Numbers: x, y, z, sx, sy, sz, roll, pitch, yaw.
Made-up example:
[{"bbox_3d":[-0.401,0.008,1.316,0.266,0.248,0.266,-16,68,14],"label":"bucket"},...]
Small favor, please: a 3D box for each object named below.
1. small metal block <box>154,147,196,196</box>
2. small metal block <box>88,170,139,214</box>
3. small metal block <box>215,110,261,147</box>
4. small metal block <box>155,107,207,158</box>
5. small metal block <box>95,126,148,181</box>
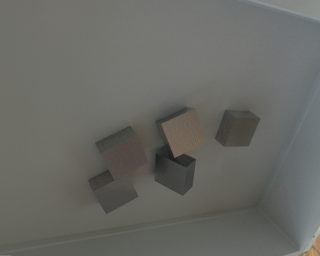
[{"bbox_3d":[0.021,0.060,0.439,0.025,0.050,0.050,-33,136,-45],"label":"small metal block"},{"bbox_3d":[-0.064,0.084,0.427,0.050,0.025,0.050,-27,128,-12],"label":"small metal block"},{"bbox_3d":[0.119,0.001,0.477,0.050,0.025,0.050,1,118,-29],"label":"small metal block"},{"bbox_3d":[0.029,0.005,0.418,0.050,0.025,0.050,-25,105,-14],"label":"small metal block"},{"bbox_3d":[-0.049,0.033,0.404,0.050,0.025,0.050,-27,128,-12],"label":"small metal block"}]
